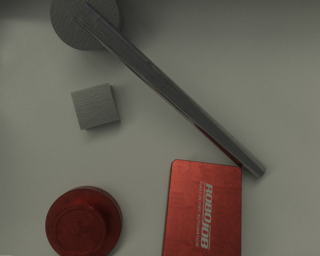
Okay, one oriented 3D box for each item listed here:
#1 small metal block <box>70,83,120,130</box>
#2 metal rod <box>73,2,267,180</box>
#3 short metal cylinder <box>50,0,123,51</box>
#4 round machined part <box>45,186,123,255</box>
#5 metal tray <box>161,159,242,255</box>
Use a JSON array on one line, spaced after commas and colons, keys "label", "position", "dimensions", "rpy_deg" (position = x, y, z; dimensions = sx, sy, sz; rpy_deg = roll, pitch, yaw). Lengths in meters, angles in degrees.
[{"label": "small metal block", "position": [-0.084, -0.028, 0.410], "dimensions": [0.050, 0.025, 0.050], "rpy_deg": [-15, 90, -1]}, {"label": "metal rod", "position": [0.021, -0.037, 0.382], "dimensions": [0.300, 0.025, 0.025], "rpy_deg": [41, 90, -12]}, {"label": "short metal cylinder", "position": [-0.089, -0.138, 0.388], "dimensions": [0.081, 0.050, 0.079], "rpy_deg": [-1, 106, -2]}, {"label": "round machined part", "position": [-0.100, 0.127, 0.402], "dimensions": [0.099, 0.042, 0.097], "rpy_deg": [0, 90, -1]}, {"label": "metal tray", "position": [0.053, 0.109, 0.385], "dimensions": [0.091, 0.030, 0.130], "rpy_deg": [7, 67, -1]}]
